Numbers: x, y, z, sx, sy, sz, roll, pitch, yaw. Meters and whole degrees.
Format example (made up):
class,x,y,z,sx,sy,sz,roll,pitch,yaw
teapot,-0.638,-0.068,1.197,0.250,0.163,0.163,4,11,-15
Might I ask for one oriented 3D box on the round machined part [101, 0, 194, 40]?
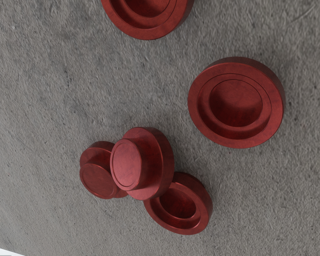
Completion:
class,x,y,z,sx,sy,sz,roll,pitch,yaw
round machined part,-0.010,-0.143,0.313,0.098,0.042,0.097,13,124,21

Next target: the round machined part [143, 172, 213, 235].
class,x,y,z,sx,sy,sz,roll,pitch,yaw
round machined part,0.029,0.102,0.444,0.098,0.042,0.097,13,124,21

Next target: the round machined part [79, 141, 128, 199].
class,x,y,z,sx,sy,sz,roll,pitch,yaw
round machined part,-0.086,0.073,0.486,0.098,0.042,0.097,13,124,21

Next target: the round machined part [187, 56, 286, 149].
class,x,y,z,sx,sy,sz,roll,pitch,yaw
round machined part,0.083,-0.030,0.334,0.098,0.042,0.097,13,124,21

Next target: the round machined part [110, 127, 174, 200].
class,x,y,z,sx,sy,sz,roll,pitch,yaw
round machined part,-0.030,0.047,0.411,0.098,0.042,0.097,0,89,47
